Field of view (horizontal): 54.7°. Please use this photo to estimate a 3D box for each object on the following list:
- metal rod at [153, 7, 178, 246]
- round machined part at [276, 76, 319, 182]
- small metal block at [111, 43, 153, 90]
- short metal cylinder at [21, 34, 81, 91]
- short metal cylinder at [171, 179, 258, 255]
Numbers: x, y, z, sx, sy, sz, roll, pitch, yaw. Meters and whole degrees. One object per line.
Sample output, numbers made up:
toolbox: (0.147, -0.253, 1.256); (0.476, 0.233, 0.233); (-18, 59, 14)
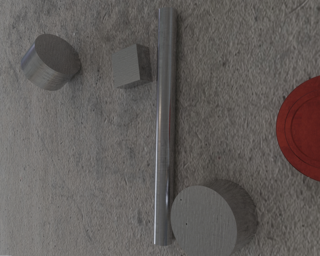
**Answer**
metal rod: (0.007, -0.001, 0.399); (0.025, 0.025, 0.298); (2, 91, 40)
round machined part: (0.150, 0.001, 0.270); (0.098, 0.042, 0.097); (0, 90, 40)
small metal block: (-0.040, -0.085, 0.438); (0.050, 0.025, 0.050); (-11, 83, 39)
short metal cylinder: (-0.182, -0.110, 0.520); (0.050, 0.081, 0.080); (-34, 69, 35)
short metal cylinder: (0.059, 0.099, 0.340); (0.080, 0.050, 0.079); (0, 90, 40)
